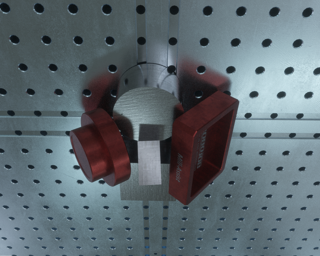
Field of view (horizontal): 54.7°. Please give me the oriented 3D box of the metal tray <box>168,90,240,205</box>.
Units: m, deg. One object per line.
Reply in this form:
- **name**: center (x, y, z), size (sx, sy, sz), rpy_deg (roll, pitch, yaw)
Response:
- **metal tray**: center (0.054, 0.027, 0.394), size (0.030, 0.091, 0.129), rpy_deg (32, 139, 31)

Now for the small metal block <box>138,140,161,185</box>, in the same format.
- **small metal block**: center (-0.013, 0.043, 0.376), size (0.025, 0.050, 0.050), rpy_deg (-2, 172, -2)

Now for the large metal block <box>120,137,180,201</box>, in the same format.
- **large metal block**: center (-0.015, 0.060, 0.446), size (0.081, 0.050, 0.079), rpy_deg (2, 130, -2)

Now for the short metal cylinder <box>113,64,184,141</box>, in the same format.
- **short metal cylinder**: center (-0.013, -0.029, 0.369), size (0.081, 0.050, 0.079), rpy_deg (0, 130, 0)

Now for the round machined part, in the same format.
- **round machined part**: center (-0.078, 0.028, 0.381), size (0.042, 0.098, 0.097), rpy_deg (-22, 136, -26)
